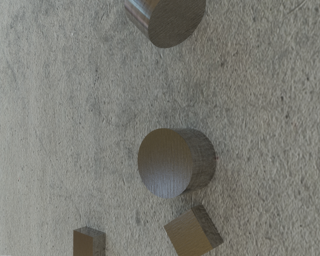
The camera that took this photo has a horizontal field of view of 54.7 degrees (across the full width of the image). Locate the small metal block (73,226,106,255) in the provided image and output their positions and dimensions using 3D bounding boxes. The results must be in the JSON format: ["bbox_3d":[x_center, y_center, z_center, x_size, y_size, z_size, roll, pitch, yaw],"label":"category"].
[{"bbox_3d":[-0.113,0.191,0.496,0.050,0.025,0.050,1,91,39],"label":"small metal block"}]

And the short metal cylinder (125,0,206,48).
[{"bbox_3d":[0.006,-0.142,0.362,0.050,0.081,0.080,51,120,27],"label":"short metal cylinder"}]

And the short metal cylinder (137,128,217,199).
[{"bbox_3d":[0.020,0.040,0.371,0.080,0.050,0.079,0,90,39],"label":"short metal cylinder"}]

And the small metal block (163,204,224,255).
[{"bbox_3d":[0.039,0.127,0.371,0.050,0.025,0.050,-44,64,31],"label":"small metal block"}]
